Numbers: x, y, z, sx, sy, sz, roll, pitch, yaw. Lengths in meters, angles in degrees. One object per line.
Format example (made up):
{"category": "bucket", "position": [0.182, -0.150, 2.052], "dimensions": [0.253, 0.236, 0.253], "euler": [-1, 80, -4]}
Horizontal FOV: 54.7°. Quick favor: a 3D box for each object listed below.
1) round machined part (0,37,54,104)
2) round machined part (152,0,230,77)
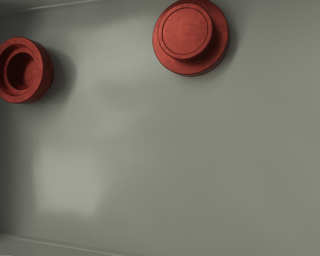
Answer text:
{"category": "round machined part", "position": [-0.203, -0.085, 0.471], "dimensions": [0.098, 0.042, 0.097], "euler": [0, 90, 19]}
{"category": "round machined part", "position": [0.036, -0.116, 0.388], "dimensions": [0.098, 0.042, 0.097], "euler": [0, 90, 19]}
